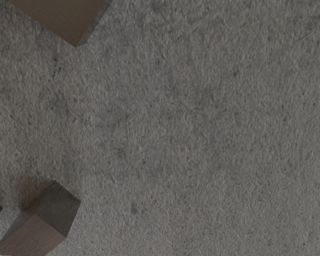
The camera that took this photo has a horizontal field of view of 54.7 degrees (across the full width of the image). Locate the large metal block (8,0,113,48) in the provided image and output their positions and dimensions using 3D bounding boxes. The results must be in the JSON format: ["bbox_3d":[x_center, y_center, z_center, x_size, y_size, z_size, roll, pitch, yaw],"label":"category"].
[{"bbox_3d":[-0.101,-0.148,0.340,0.080,0.050,0.080,34,106,-12],"label":"large metal block"}]

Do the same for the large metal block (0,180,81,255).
[{"bbox_3d":[-0.164,0.132,0.427,0.080,0.080,0.050,-41,105,13],"label":"large metal block"}]

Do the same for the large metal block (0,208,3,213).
[{"bbox_3d":[-0.292,0.139,0.443,0.080,0.050,0.080,34,106,-12],"label":"large metal block"}]
